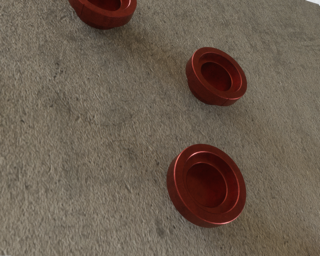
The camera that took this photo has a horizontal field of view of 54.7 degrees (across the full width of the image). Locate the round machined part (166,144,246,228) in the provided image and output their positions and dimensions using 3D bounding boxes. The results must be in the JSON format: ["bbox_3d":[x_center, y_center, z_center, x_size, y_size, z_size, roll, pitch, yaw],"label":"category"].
[{"bbox_3d":[0.052,0.072,0.377,0.099,0.042,0.098,14,56,-21],"label":"round machined part"}]

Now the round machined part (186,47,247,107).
[{"bbox_3d":[0.083,-0.075,0.483,0.099,0.042,0.098,14,56,-21],"label":"round machined part"}]

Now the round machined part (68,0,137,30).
[{"bbox_3d":[-0.088,-0.185,0.459,0.099,0.042,0.098,14,56,-21],"label":"round machined part"}]
